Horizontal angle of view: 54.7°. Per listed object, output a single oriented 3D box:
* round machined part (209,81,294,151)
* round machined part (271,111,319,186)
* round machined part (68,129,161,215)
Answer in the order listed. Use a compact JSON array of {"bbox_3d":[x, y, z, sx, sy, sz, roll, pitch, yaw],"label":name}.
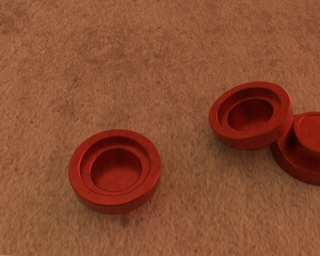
[{"bbox_3d":[0.114,-0.010,0.386,0.098,0.042,0.098,-19,40,17],"label":"round machined part"},{"bbox_3d":[0.192,0.018,0.380,0.099,0.042,0.098,0,50,0],"label":"round machined part"},{"bbox_3d":[-0.049,0.052,0.348,0.099,0.042,0.098,0,50,0],"label":"round machined part"}]
